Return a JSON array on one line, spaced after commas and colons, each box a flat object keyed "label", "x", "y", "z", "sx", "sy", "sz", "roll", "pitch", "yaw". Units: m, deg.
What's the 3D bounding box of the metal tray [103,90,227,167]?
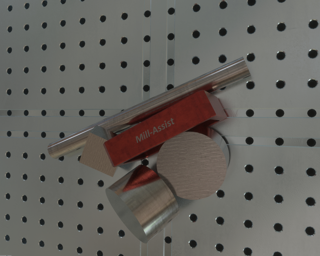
[{"label": "metal tray", "x": 0.009, "y": 0.002, "z": 0.371, "sx": 0.130, "sy": 0.090, "sz": 0.030, "roll": -28, "pitch": 81, "yaw": 18}]

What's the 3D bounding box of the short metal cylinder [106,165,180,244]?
[{"label": "short metal cylinder", "x": -0.022, "y": 0.092, "z": 0.380, "sx": 0.050, "sy": 0.080, "sz": 0.080, "roll": -35, "pitch": 75, "yaw": -26}]

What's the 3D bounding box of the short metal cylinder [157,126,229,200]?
[{"label": "short metal cylinder", "x": 0.042, "y": 0.040, "z": 0.375, "sx": 0.080, "sy": 0.050, "sz": 0.079, "roll": 2, "pitch": 99, "yaw": 15}]

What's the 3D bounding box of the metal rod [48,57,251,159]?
[{"label": "metal rod", "x": -0.027, "y": -0.020, "z": 0.418, "sx": 0.300, "sy": 0.025, "sz": 0.025, "roll": -22, "pitch": 83, "yaw": 18}]

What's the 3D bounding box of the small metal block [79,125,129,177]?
[{"label": "small metal block", "x": -0.075, "y": 0.031, "z": 0.422, "sx": 0.050, "sy": 0.025, "sz": 0.050, "roll": 24, "pitch": 115, "yaw": -1}]
